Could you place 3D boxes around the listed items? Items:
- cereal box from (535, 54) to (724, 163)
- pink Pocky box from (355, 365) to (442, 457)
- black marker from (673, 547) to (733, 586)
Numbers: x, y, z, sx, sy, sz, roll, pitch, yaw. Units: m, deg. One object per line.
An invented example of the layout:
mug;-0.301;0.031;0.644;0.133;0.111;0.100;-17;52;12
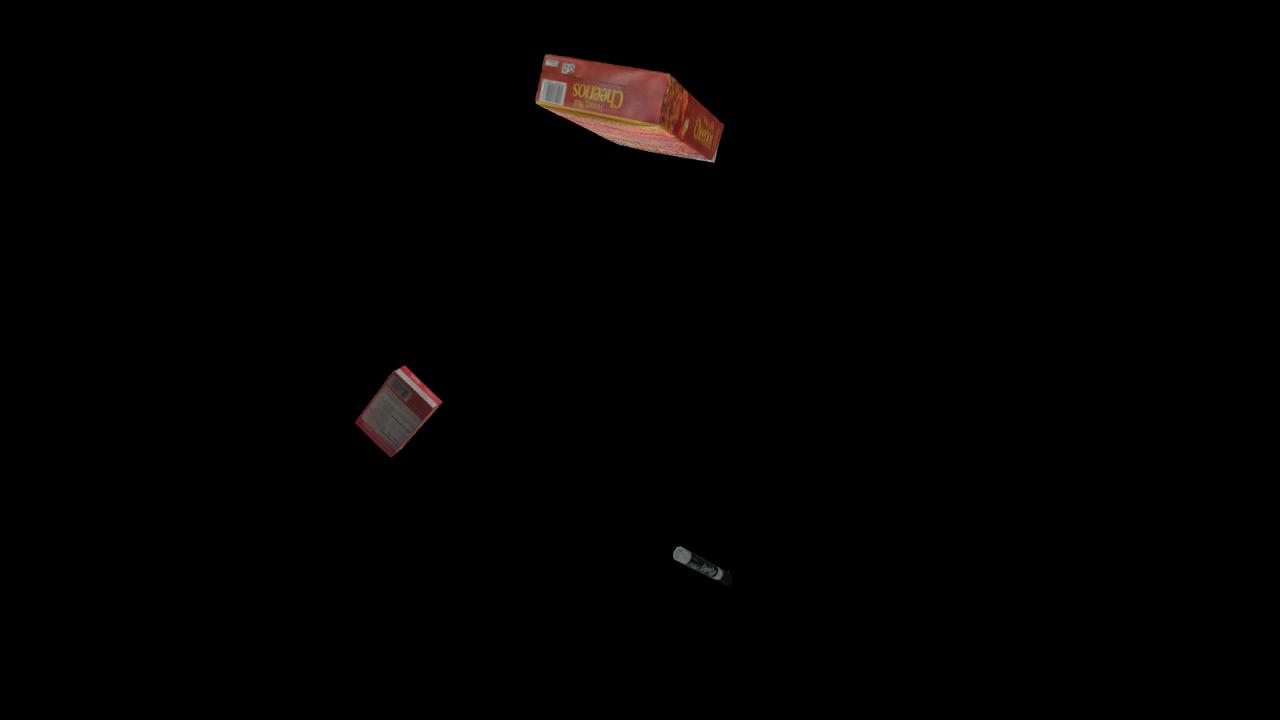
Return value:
cereal box;-0.001;-0.394;0.992;0.203;0.081;0.306;18;13;18
pink Pocky box;-0.387;0.084;0.981;0.155;0.084;0.029;-42;4;31
black marker;0.087;0.277;0.823;0.020;0.020;0.121;0;-30;46
